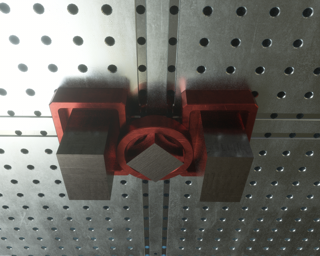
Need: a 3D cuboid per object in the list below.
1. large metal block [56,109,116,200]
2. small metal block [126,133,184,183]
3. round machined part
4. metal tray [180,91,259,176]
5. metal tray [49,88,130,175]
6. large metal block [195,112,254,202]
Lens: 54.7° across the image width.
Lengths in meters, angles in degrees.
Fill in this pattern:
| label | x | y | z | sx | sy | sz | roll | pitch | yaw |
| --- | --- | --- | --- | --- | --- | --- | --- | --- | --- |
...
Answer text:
| label | x | y | z | sx | sy | sz | roll | pitch | yaw |
| --- | --- | --- | --- | --- | --- | --- | --- | --- | --- |
| large metal block | -0.086 | 0.033 | 0.385 | 0.050 | 0.080 | 0.079 | 1 | 130 | -1 |
| small metal block | -0.006 | 0.036 | 0.389 | 0.050 | 0.025 | 0.050 | 37 | 121 | -27 |
| round machined part | -0.007 | 0.022 | 0.407 | 0.099 | 0.042 | 0.097 | 0 | 130 | 0 |
| metal tray | 0.072 | 0.012 | 0.418 | 0.091 | 0.030 | 0.129 | 0 | 130 | 0 |
| metal tray | -0.086 | 0.010 | 0.414 | 0.091 | 0.030 | 0.129 | 0 | 130 | -1 |
| large metal block | 0.075 | 0.036 | 0.389 | 0.050 | 0.080 | 0.079 | 1 | 130 | -1 |
